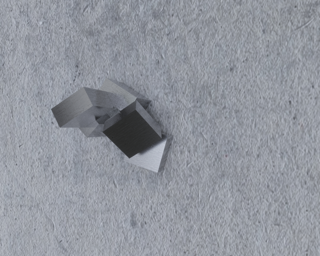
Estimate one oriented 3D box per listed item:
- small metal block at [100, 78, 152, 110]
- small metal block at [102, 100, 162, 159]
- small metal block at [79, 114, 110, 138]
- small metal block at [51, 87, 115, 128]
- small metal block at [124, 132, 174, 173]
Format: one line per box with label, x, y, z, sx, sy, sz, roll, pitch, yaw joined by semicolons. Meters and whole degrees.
small metal block;-0.046;-0.040;0.412;0.050;0.050;0.025;34;101;16
small metal block;-0.033;0.002;0.381;0.050;0.025;0.050;-33;117;17
small metal block;-0.095;-0.014;0.429;0.025;0.050;0.050;-47;76;14
small metal block;-0.092;-0.023;0.375;0.050;0.050;0.025;-31;80;17
small metal block;-0.015;0.027;0.415;0.050;0.025;0.050;17;96;18
